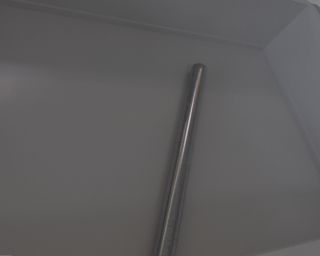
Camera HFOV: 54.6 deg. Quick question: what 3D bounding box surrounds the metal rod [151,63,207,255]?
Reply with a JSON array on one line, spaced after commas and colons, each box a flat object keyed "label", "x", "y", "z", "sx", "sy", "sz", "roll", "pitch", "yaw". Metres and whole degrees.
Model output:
[{"label": "metal rod", "x": 0.032, "y": 0.023, "z": 0.407, "sx": 0.025, "sy": 0.025, "sz": 0.300, "roll": 24, "pitch": 53, "yaw": -13}]
